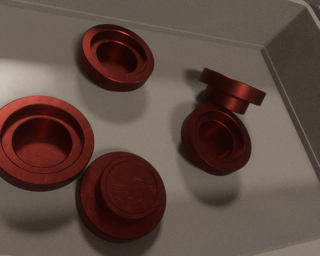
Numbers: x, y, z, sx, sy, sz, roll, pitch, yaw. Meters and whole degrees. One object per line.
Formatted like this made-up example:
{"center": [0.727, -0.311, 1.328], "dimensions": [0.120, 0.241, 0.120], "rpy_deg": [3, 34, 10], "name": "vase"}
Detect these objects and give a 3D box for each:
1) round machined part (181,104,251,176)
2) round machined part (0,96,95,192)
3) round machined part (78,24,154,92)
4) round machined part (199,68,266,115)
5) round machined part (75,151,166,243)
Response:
{"center": [0.071, 0.019, 0.422], "dimensions": [0.099, 0.042, 0.098], "rpy_deg": [12, 59, -21], "name": "round machined part"}
{"center": [-0.121, 0.019, 0.319], "dimensions": [0.099, 0.042, 0.098], "rpy_deg": [14, 56, -21], "name": "round machined part"}
{"center": [-0.061, -0.088, 0.417], "dimensions": [0.099, 0.042, 0.098], "rpy_deg": [14, 56, -21], "name": "round machined part"}
{"center": [0.103, -0.052, 0.463], "dimensions": [0.099, 0.042, 0.098], "rpy_deg": [22, 12, -5], "name": "round machined part"}
{"center": [-0.037, 0.069, 0.334], "dimensions": [0.099, 0.042, 0.098], "rpy_deg": [14, 56, -21], "name": "round machined part"}
